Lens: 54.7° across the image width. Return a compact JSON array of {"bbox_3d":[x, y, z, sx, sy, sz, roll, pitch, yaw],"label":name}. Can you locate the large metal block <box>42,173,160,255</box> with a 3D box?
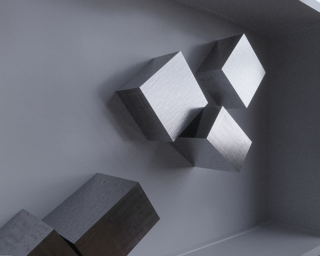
[{"bbox_3d":[-0.062,0.095,0.321,0.080,0.080,0.050,-41,115,-33],"label":"large metal block"}]

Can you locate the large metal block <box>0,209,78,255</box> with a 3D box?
[{"bbox_3d":[-0.108,0.128,0.282,0.050,0.080,0.080,-45,117,-31],"label":"large metal block"}]

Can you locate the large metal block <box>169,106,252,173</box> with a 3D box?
[{"bbox_3d":[0.065,0.016,0.428,0.080,0.080,0.050,44,63,-32],"label":"large metal block"}]

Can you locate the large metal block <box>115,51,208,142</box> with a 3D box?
[{"bbox_3d":[0.005,-0.039,0.396,0.080,0.050,0.080,-47,118,-30],"label":"large metal block"}]

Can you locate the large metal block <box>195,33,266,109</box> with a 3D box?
[{"bbox_3d":[0.113,-0.087,0.488,0.080,0.050,0.080,49,61,-29],"label":"large metal block"}]
